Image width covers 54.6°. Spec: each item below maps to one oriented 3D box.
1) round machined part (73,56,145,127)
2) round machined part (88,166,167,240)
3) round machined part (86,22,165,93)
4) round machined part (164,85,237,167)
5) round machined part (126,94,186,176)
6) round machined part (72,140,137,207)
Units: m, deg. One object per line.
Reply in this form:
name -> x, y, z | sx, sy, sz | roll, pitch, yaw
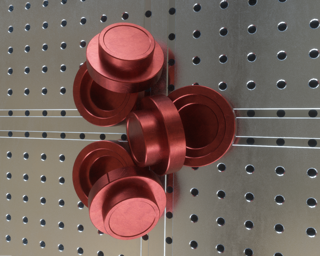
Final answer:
round machined part -> -0.066, -0.050, 0.426 | 0.098, 0.042, 0.097 | 0, 90, 20
round machined part -> -0.038, 0.100, 0.387 | 0.099, 0.042, 0.097 | -8, 119, -14
round machined part -> -0.042, -0.094, 0.390 | 0.099, 0.042, 0.098 | 5, 56, -8
round machined part -> 0.047, -0.003, 0.387 | 0.098, 0.042, 0.097 | 0, 90, 20
round machined part -> -0.011, 0.010, 0.376 | 0.042, 0.098, 0.098 | -11, 85, -22
round machined part -> -0.067, 0.065, 0.427 | 0.098, 0.042, 0.097 | 0, 90, 20
